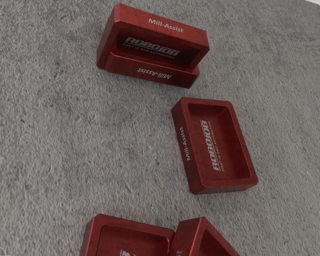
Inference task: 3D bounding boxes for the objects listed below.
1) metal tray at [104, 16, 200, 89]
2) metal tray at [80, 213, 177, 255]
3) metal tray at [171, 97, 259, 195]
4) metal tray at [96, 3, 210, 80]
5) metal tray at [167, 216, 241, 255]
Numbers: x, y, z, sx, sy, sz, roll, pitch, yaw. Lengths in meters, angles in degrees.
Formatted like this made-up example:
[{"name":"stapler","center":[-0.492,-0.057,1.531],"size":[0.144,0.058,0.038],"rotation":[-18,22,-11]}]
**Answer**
[{"name":"metal tray","center":[-0.013,-0.109,0.449],"size":[0.131,0.030,0.090],"rotation":[9,49,-22]},{"name":"metal tray","center":[-0.034,0.155,0.287],"size":[0.091,0.030,0.130],"rotation":[18,54,-18]},{"name":"metal tray","center":[0.073,0.022,0.425],"size":[0.091,0.030,0.130],"rotation":[2,61,-27]},{"name":"metal tray","center":[-0.011,-0.106,0.420],"size":[0.131,0.090,0.030],"rotation":[9,58,-24]},{"name":"metal tray","center":[0.038,0.163,0.291],"size":[0.090,0.030,0.130],"rotation":[50,41,-19]}]
